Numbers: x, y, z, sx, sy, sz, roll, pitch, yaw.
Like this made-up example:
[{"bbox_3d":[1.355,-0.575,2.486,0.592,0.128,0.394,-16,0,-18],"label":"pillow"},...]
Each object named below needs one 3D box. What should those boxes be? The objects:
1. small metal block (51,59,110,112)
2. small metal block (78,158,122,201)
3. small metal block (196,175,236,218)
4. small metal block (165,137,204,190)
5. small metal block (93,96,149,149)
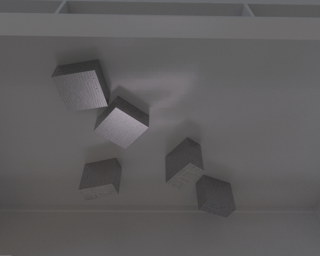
[{"bbox_3d":[-0.092,-0.049,0.366,0.050,0.025,0.050,-8,130,6],"label":"small metal block"},{"bbox_3d":[-0.086,0.075,0.455,0.050,0.050,0.025,-12,129,10],"label":"small metal block"},{"bbox_3d":[0.086,0.106,0.484,0.050,0.050,0.025,19,127,-16],"label":"small metal block"},{"bbox_3d":[0.033,0.050,0.435,0.025,0.050,0.050,30,124,-23],"label":"small metal block"},{"bbox_3d":[-0.050,-0.006,0.403,0.050,0.025,0.050,32,123,-25],"label":"small metal block"}]
